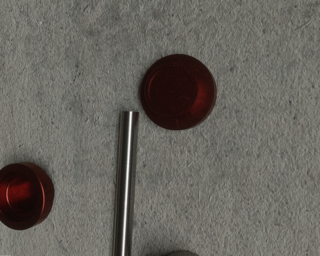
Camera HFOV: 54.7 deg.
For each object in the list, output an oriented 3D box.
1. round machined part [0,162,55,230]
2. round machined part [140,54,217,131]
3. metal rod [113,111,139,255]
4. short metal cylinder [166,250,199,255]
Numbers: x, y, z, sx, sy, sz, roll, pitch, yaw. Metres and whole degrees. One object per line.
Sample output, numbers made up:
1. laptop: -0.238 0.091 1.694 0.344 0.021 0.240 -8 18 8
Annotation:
1. round machined part: -0.201 0.100 0.469 0.098 0.042 0.097 0 90 19
2. round machined part: 0.020 -0.045 0.392 0.098 0.042 0.097 0 90 19
3. metal rod: -0.049 0.127 0.425 0.025 0.025 0.298 4 91 19
4. short metal cylinder: 0.025 0.202 0.386 0.080 0.050 0.079 0 90 19
